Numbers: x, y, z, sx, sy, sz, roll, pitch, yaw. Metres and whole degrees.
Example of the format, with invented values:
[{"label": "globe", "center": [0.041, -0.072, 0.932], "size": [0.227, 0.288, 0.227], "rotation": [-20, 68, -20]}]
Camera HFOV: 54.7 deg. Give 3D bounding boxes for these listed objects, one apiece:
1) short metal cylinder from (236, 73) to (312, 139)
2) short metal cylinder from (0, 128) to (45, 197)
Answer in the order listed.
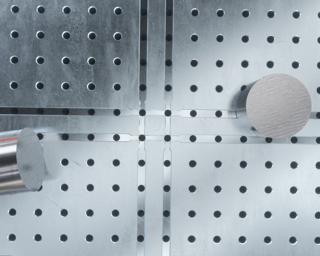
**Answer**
[{"label": "short metal cylinder", "center": [0.145, -0.027, 0.403], "size": [0.081, 0.050, 0.079], "rotation": [0, 90, -1]}, {"label": "short metal cylinder", "center": [-0.184, 0.042, 0.384], "size": [0.050, 0.080, 0.080], "rotation": [-9, 90, 0]}]
